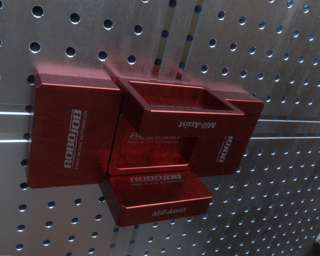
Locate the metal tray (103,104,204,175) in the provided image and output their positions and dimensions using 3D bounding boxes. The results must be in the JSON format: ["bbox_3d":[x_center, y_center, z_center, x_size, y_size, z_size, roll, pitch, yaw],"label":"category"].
[{"bbox_3d":[-0.005,0.014,0.413,0.131,0.030,0.089,1,118,-29],"label":"metal tray"}]

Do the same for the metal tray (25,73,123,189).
[{"bbox_3d":[-0.101,0.007,0.357,0.091,0.030,0.129,1,118,-29],"label":"metal tray"}]

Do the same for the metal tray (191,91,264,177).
[{"bbox_3d":[0.093,0.011,0.466,0.091,0.030,0.129,0,118,-30],"label":"metal tray"}]

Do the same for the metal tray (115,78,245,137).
[{"bbox_3d":[0.022,-0.025,0.367,0.131,0.090,0.030,1,118,-29],"label":"metal tray"}]

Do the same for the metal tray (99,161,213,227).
[{"bbox_3d":[-0.007,0.081,0.415,0.131,0.090,0.030,1,118,-29],"label":"metal tray"}]
